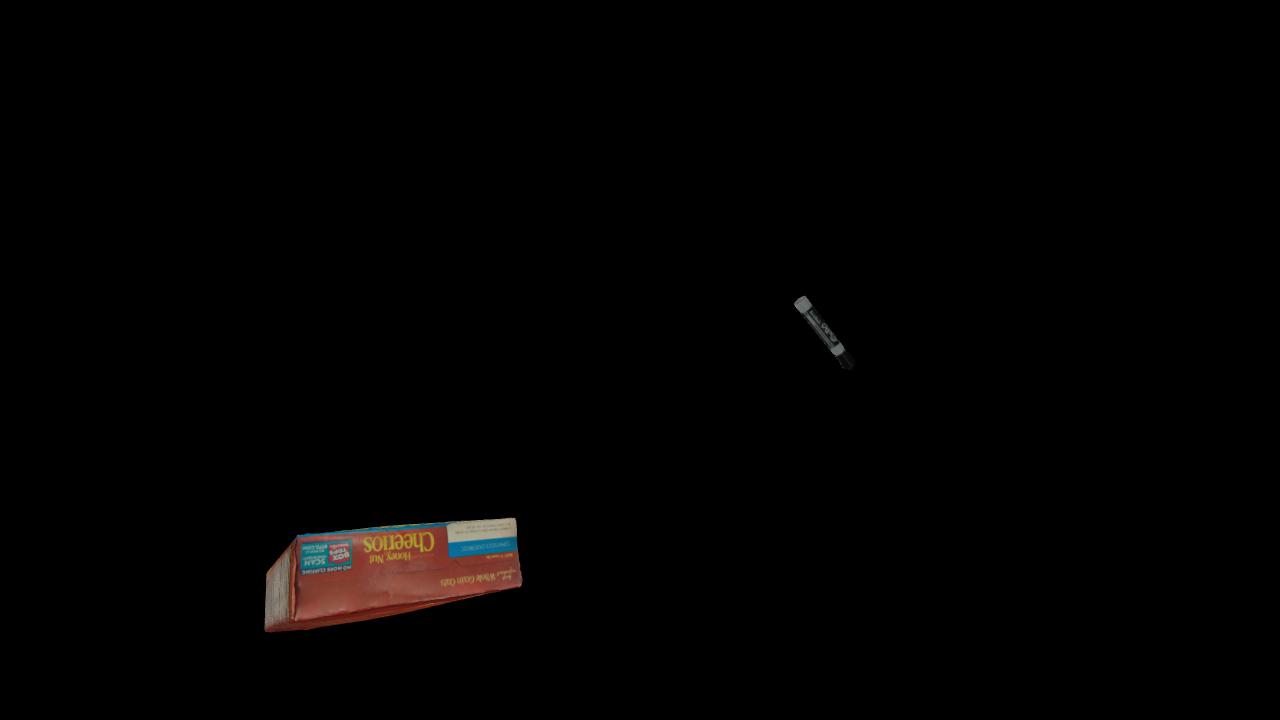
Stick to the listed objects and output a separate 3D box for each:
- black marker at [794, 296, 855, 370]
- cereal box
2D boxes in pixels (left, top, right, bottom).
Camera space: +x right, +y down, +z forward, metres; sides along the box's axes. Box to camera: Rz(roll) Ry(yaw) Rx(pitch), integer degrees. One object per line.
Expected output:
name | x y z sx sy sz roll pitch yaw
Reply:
black marker | 0.249 -0.034 0.822 0.020 0.121 0.020 -39 12 10
cereal box | -0.283 0.238 0.674 0.203 0.081 0.306 4 -24 -34
